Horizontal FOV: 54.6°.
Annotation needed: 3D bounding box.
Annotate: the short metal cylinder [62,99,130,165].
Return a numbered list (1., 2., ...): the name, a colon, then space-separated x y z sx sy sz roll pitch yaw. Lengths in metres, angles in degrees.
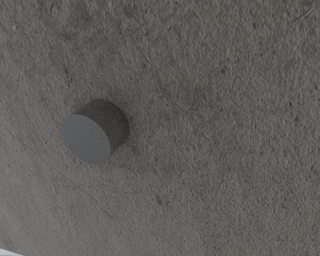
1. short metal cylinder: -0.091 0.005 0.443 0.080 0.050 0.080 13 124 21
